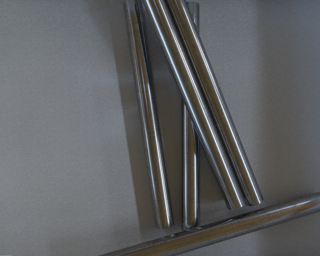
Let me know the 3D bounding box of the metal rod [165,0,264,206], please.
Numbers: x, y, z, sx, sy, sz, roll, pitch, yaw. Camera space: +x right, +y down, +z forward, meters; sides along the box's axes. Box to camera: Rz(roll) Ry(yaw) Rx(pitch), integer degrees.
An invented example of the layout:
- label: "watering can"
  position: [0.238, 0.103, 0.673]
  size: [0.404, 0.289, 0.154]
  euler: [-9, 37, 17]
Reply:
- label: "metal rod"
  position: [0.068, -0.038, 0.393]
  size: [0.025, 0.025, 0.299]
  euler: [-23, 98, 0]

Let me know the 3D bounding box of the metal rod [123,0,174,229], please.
- label: "metal rod"
  position: [-0.015, -0.018, 0.411]
  size: [0.025, 0.025, 0.298]
  euler: [-8, 90, 0]

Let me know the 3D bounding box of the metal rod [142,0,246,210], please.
- label: "metal rod"
  position: [0.042, -0.036, 0.384]
  size: [0.025, 0.025, 0.299]
  euler: [-23, 98, 0]

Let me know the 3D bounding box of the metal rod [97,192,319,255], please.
- label: "metal rod"
  position: [0.072, 0.132, 0.392]
  size: [0.302, 0.025, 0.025]
  euler: [-13, 90, -9]

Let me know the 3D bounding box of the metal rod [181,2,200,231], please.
- label: "metal rod"
  position: [0.040, -0.014, 0.411]
  size: [0.025, 0.025, 0.298]
  euler: [0, 90, -1]
